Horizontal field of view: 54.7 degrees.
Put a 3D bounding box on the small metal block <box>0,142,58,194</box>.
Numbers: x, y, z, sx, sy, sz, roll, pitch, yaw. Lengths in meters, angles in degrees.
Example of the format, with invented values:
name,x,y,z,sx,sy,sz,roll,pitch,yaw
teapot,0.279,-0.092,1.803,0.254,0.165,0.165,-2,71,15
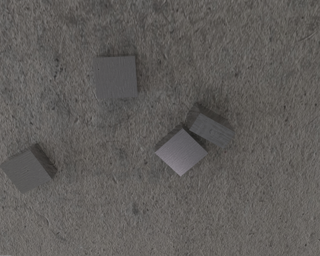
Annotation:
name,x,y,z,sx,sy,sz,roll,pitch,yaw
small metal block,-0.181,0.056,0.429,0.050,0.025,0.050,-27,108,9

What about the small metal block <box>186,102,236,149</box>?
name,x,y,z,sx,sy,sz,roll,pitch,yaw
small metal block,0.063,-0.005,0.395,0.050,0.050,0.025,28,108,-10

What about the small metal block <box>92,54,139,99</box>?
name,x,y,z,sx,sy,sz,roll,pitch,yaw
small metal block,-0.054,-0.065,0.385,0.050,0.025,0.050,-3,110,1

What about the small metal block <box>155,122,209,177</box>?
name,x,y,z,sx,sy,sz,roll,pitch,yaw
small metal block,0.029,0.029,0.421,0.050,0.025,0.050,-42,105,14
